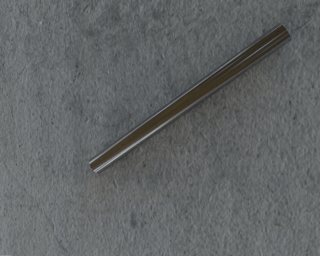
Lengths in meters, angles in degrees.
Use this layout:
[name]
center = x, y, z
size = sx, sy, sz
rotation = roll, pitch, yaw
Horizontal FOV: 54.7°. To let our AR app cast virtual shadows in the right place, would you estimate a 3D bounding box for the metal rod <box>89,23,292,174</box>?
[metal rod]
center = 0.026, -0.029, 0.398
size = 0.300, 0.025, 0.025
rotation = -35, 79, 16
